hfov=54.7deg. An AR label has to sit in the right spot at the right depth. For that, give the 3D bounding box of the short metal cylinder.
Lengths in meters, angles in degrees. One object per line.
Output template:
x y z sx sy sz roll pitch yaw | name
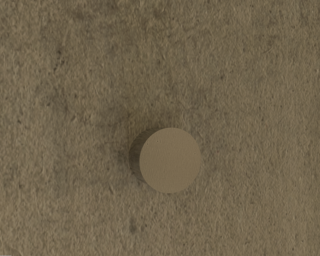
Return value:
0.005 0.039 0.399 0.081 0.050 0.079 0 90 -21 | short metal cylinder
